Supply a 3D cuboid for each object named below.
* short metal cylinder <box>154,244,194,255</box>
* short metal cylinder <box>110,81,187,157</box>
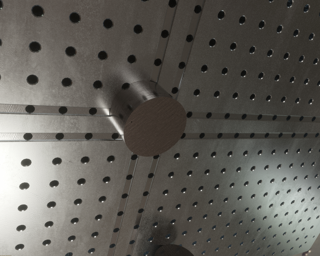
[{"bbox_3d":[0.023,0.255,0.548,0.081,0.080,0.050,1,118,-30],"label":"short metal cylinder"},{"bbox_3d":[-0.015,-0.012,0.381,0.081,0.050,0.079,-14,125,-21],"label":"short metal cylinder"}]
